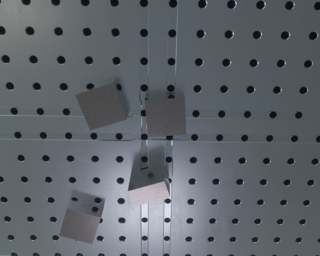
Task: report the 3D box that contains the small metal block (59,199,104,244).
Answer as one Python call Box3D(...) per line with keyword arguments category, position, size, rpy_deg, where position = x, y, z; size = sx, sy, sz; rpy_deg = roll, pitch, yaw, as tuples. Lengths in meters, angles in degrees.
Box3D(category="small metal block", position=(-0.117, 0.140, 0.464), size=(0.050, 0.025, 0.050), rpy_deg=(18, 109, -7))

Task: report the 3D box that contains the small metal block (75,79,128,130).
Box3D(category="small metal block", position=(-0.074, -0.030, 0.402), size=(0.050, 0.025, 0.050), rpy_deg=(-16, 109, 6))

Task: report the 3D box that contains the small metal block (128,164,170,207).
Box3D(category="small metal block", position=(-0.014, 0.078, 0.429), size=(0.050, 0.050, 0.025), rpy_deg=(-16, 109, 6))

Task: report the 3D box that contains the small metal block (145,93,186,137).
Box3D(category="small metal block", position=(0.008, -0.017, 0.407), size=(0.050, 0.025, 0.050), rpy_deg=(-4, 110, 1))
